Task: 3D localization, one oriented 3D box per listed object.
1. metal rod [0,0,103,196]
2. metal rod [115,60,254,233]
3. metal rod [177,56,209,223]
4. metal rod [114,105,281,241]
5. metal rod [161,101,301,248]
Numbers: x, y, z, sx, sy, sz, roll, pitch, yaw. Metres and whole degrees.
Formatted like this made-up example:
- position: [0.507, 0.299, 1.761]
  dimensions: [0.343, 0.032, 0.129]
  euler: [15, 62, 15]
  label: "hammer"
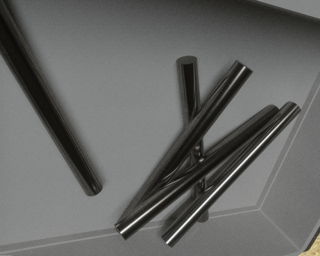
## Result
- position: [-0.123, -0.033, 0.321]
  dimensions: [0.025, 0.025, 0.298]
  euler: [-27, 128, -12]
  label: "metal rod"
- position: [0.022, 0.040, 0.423]
  dimensions: [0.025, 0.025, 0.298]
  euler: [19, 116, -36]
  label: "metal rod"
- position: [0.053, 0.037, 0.462]
  dimensions: [0.025, 0.025, 0.298]
  euler: [-22, 127, -16]
  label: "metal rod"
- position: [0.066, 0.053, 0.445]
  dimensions: [0.302, 0.025, 0.025]
  euler: [-34, 130, -20]
  label: "metal rod"
- position: [0.116, 0.069, 0.493]
  dimensions: [0.300, 0.025, 0.025]
  euler: [-44, 130, -7]
  label: "metal rod"
